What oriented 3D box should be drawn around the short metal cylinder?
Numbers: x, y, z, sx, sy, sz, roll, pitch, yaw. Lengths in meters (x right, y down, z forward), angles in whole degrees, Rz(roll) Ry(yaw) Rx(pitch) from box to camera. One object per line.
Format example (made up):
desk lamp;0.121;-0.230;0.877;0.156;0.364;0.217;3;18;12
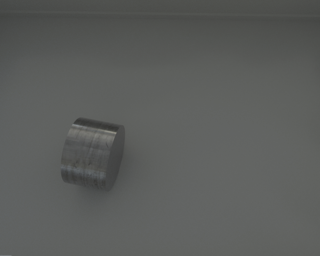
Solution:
short metal cylinder;-0.077;0.031;0.369;0.050;0.080;0.080;11;71;4
